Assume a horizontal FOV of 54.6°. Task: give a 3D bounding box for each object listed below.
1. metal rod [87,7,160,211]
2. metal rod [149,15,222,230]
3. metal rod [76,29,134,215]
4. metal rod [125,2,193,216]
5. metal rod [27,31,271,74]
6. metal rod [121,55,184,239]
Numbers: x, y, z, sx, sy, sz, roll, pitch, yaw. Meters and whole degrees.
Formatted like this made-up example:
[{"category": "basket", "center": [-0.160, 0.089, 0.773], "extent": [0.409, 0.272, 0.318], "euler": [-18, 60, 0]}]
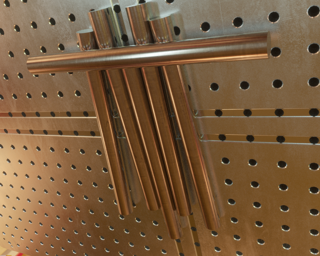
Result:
[{"category": "metal rod", "center": [-0.041, -0.008, 0.429], "extent": [0.025, 0.025, 0.298], "euler": [1, 119, 28]}, {"category": "metal rod", "center": [0.039, 0.011, 0.398], "extent": [0.025, 0.025, 0.299], "euler": [-3, 117, 29]}, {"category": "metal rod", "center": [-0.074, 0.009, 0.455], "extent": [0.025, 0.025, 0.298], "euler": [7, 122, 25]}, {"category": "metal rod", "center": [0.006, -0.005, 0.407], "extent": [0.025, 0.025, 0.298], "euler": [1, 119, 28]}, {"category": "metal rod", "center": [-0.035, -0.080, 0.348], "extent": [0.300, 0.025, 0.025], "euler": [2, 119, 27]}, {"category": "metal rod", "center": [-0.006, 0.041, 0.440], "extent": [0.025, 0.025, 0.298], "euler": [1, 119, 28]}]
